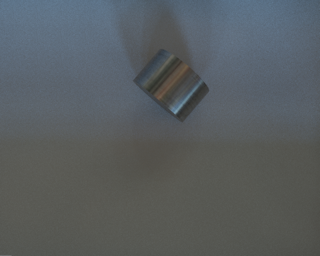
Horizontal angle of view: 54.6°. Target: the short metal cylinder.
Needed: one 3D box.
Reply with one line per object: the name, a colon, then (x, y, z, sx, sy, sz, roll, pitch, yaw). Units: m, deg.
short metal cylinder: (0.014, -0.051, 0.384, 0.080, 0.080, 0.050, 40, 90, 0)
